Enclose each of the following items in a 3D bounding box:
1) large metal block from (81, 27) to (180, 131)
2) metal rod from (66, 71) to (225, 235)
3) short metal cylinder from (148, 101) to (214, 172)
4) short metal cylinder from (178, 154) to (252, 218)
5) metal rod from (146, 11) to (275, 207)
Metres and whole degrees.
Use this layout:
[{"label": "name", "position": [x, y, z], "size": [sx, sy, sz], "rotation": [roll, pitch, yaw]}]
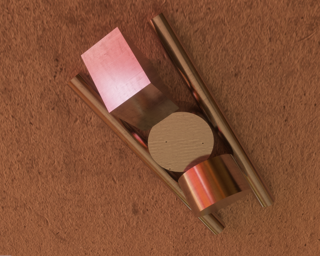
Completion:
[{"label": "large metal block", "position": [-0.031, -0.050, 0.346], "size": [0.050, 0.080, 0.080], "rotation": [-35, 65, 12]}, {"label": "metal rod", "position": [-0.010, 0.044, 0.426], "size": [0.025, 0.025, 0.300], "rotation": [-39, 106, 13]}, {"label": "short metal cylinder", "position": [0.025, 0.010, 0.401], "size": [0.081, 0.050, 0.079], "rotation": [0, 110, 0]}, {"label": "short metal cylinder", "position": [0.071, 0.076, 0.404], "size": [0.080, 0.080, 0.050], "rotation": [-30, 65, 10]}, {"label": "metal rod", "position": [0.075, -0.012, 0.407], "size": [0.025, 0.025, 0.299], "rotation": [-31, 108, 10]}]
